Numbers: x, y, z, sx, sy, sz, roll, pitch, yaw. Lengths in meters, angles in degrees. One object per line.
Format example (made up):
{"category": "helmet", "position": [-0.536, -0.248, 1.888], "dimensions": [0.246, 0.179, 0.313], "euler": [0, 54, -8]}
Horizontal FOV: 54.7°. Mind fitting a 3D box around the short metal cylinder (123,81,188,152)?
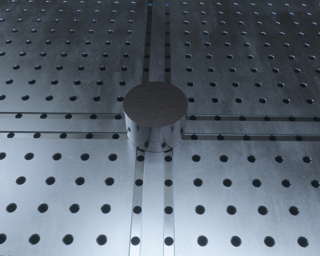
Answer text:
{"category": "short metal cylinder", "position": [-0.006, -0.015, 0.404], "dimensions": [0.081, 0.050, 0.080], "euler": [0, 50, 0]}
